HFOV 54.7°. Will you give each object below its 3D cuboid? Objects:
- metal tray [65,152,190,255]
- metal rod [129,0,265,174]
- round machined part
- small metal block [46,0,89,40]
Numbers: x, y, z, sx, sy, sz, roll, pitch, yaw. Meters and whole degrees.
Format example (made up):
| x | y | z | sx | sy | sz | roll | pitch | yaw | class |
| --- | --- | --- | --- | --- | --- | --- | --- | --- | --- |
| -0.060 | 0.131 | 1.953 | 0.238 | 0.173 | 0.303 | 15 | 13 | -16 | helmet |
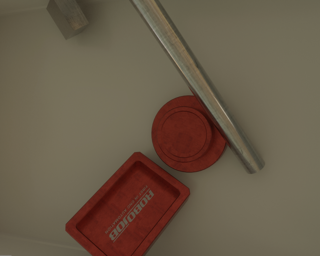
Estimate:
| x | y | z | sx | sy | sz | roll | pitch | yaw | class |
| --- | --- | --- | --- | --- | --- | --- | --- | --- | --- |
| -0.036 | 0.103 | 0.380 | 0.090 | 0.030 | 0.130 | 35 | 63 | 16 | metal tray |
| 0.029 | -0.070 | 0.336 | 0.025 | 0.025 | 0.299 | -32 | 105 | 17 | metal rod |
| 0.035 | 0.008 | 0.389 | 0.098 | 0.042 | 0.097 | 0 | 90 | 19 | round machined part |
| -0.129 | -0.156 | 0.431 | 0.025 | 0.050 | 0.050 | -37 | 106 | -23 | small metal block |
